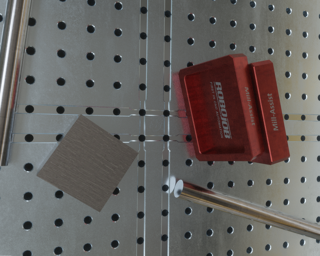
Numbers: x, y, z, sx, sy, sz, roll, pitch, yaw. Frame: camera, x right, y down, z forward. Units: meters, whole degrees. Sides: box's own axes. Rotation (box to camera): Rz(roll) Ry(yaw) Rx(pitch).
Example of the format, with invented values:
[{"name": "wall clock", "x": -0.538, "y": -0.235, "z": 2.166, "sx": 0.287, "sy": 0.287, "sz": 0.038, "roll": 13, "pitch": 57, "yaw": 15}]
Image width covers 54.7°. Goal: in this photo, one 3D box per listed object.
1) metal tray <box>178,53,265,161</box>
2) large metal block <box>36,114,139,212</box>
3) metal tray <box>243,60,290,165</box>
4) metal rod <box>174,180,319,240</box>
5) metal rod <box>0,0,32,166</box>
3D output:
[{"name": "metal tray", "x": 0.078, "y": -0.023, "z": 0.405, "sx": 0.030, "sy": 0.090, "sz": 0.129, "roll": -17, "pitch": 96, "yaw": -42}, {"name": "large metal block", "x": -0.086, "y": 0.040, "z": 0.368, "sx": 0.080, "sy": 0.050, "sz": 0.080, "roll": 36, "pitch": 78, "yaw": -17}, {"name": "metal tray", "x": 0.124, "y": -0.020, "z": 0.425, "sx": 0.030, "sy": 0.090, "sz": 0.129, "roll": -14, "pitch": 95, "yaw": -20}, {"name": "metal rod", "x": 0.159, "y": 0.133, "z": 0.473, "sx": 0.302, "sy": 0.025, "sz": 0.025, "roll": 21, "pitch": 83, "yaw": -19}, {"name": "metal rod", "x": -0.165, "y": -0.107, "z": 0.351, "sx": 0.025, "sy": 0.025, "sz": 0.298, "roll": 8, "pitch": 87, "yaw": -20}]
